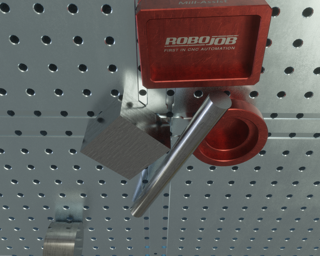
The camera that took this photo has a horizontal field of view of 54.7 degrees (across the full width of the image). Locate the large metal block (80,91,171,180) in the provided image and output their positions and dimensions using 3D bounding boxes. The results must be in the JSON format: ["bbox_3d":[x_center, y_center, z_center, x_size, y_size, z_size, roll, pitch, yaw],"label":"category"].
[{"bbox_3d":[-0.043,0.012,0.405,0.080,0.050,0.080,35,122,-26],"label":"large metal block"}]

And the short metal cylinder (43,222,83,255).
[{"bbox_3d":[-0.170,0.209,0.552,0.050,0.080,0.079,2,130,-2],"label":"short metal cylinder"}]

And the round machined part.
[{"bbox_3d":[0.085,0.002,0.403,0.099,0.042,0.097,0,130,0],"label":"round machined part"}]

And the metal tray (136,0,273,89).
[{"bbox_3d":[0.044,-0.089,0.332,0.131,0.030,0.089,-2,130,1],"label":"metal tray"}]

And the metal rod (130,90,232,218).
[{"bbox_3d":[0.011,0.057,0.422,0.025,0.025,0.298,15,140,-13],"label":"metal rod"}]
